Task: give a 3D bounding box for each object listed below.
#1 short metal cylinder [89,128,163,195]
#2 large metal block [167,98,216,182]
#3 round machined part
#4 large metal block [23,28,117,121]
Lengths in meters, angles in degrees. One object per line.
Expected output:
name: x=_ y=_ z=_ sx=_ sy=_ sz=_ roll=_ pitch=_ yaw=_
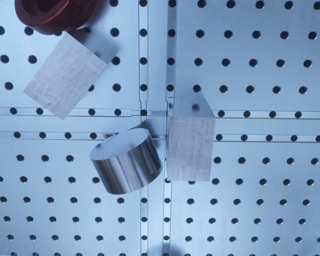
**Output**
short metal cylinder: x=-0.043 y=0.041 z=0.399 sx=0.080 sy=0.080 sz=0.050 roll=-19 pitch=109 yaw=6
large metal block: x=0.035 y=0.011 z=0.388 sx=0.050 sy=0.080 sz=0.079 roll=2 pitch=110 yaw=-1
round machined part: x=-0.105 y=-0.144 z=0.332 sx=0.098 sy=0.042 sz=0.098 roll=-8 pitch=74 yaw=28
large metal block: x=-0.099 y=-0.066 z=0.359 sx=0.050 sy=0.080 sz=0.080 roll=38 pitch=106 yaw=-14
